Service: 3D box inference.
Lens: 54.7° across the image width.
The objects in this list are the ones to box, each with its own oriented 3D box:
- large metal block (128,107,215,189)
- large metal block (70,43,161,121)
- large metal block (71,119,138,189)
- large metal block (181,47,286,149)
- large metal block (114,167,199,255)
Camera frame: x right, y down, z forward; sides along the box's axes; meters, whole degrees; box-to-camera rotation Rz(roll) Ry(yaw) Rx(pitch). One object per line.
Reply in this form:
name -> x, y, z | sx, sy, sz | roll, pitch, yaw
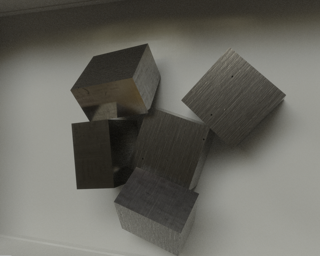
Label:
large metal block -> 0.017, 0.024, 0.390 | 0.080, 0.050, 0.080 | 20, 97, 18
large metal block -> -0.052, -0.057, 0.391 | 0.080, 0.080, 0.050 | -8, 129, 20
large metal block -> -0.066, 0.032, 0.402 | 0.050, 0.080, 0.080 | -6, 88, 20
large metal block -> 0.087, -0.033, 0.365 | 0.080, 0.050, 0.080 | 45, 104, 14
large metal block -> -0.003, 0.102, 0.373 | 0.080, 0.080, 0.050 | 21, 55, 17
